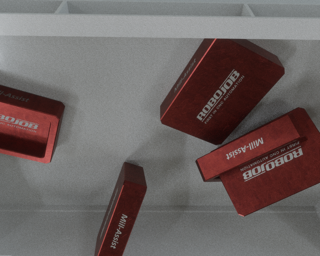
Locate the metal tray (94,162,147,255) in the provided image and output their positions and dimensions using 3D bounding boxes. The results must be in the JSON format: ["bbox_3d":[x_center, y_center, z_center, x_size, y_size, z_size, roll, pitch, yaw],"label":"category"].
[{"bbox_3d":[-0.057,0.122,0.433,0.030,0.090,0.129,19,97,-10],"label":"metal tray"}]

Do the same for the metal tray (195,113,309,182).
[{"bbox_3d":[0.122,0.031,0.403,0.130,0.030,0.090,-30,158,23],"label":"metal tray"}]

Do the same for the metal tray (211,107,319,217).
[{"bbox_3d":[0.141,0.044,0.391,0.130,0.090,0.030,-29,162,12],"label":"metal tray"}]

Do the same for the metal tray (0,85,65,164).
[{"bbox_3d":[-0.197,-0.008,0.397,0.131,0.030,0.089,16,128,-13],"label":"metal tray"}]

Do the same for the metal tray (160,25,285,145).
[{"bbox_3d":[0.068,-0.044,0.369,0.091,0.030,0.129,22,127,-18],"label":"metal tray"}]
